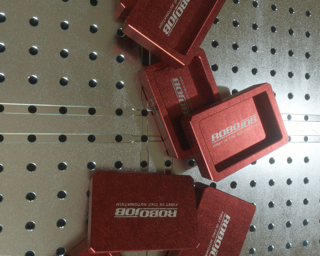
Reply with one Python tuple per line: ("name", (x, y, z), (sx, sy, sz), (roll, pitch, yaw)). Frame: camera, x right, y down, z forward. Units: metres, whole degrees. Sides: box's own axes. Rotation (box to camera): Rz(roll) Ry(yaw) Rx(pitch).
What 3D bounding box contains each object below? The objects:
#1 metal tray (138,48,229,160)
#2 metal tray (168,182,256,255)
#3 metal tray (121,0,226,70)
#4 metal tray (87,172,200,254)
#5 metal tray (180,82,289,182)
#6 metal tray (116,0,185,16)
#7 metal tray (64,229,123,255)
("metal tray", (0.036, -0.033, 0.422), (0.091, 0.030, 0.129), (-24, 98, -19))
("metal tray", (0.072, 0.153, 0.436), (0.090, 0.030, 0.130), (25, 82, -18))
("metal tray", (0.023, -0.151, 0.385), (0.090, 0.030, 0.130), (32, 79, -17))
("metal tray", (-0.020, 0.104, 0.383), (0.131, 0.030, 0.090), (5, 65, -18))
("metal tray", (0.102, 0.003, 0.414), (0.131, 0.030, 0.090), (-24, 98, -19))
("metal tray", (-0.010, -0.212, 0.406), (0.091, 0.030, 0.129), (0, 90, -20))
("metal tray", (-0.070, 0.204, 0.384), (0.090, 0.030, 0.130), (-37, 102, -16))
